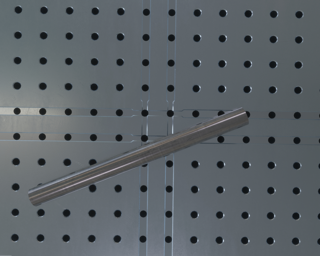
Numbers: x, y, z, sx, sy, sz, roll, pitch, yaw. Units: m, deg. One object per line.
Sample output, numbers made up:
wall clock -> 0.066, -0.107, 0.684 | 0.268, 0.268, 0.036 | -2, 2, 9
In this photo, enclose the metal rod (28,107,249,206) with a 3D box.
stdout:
metal rod -> -0.028, 0.038, 0.413 | 0.301, 0.025, 0.025 | -21, 90, 0
